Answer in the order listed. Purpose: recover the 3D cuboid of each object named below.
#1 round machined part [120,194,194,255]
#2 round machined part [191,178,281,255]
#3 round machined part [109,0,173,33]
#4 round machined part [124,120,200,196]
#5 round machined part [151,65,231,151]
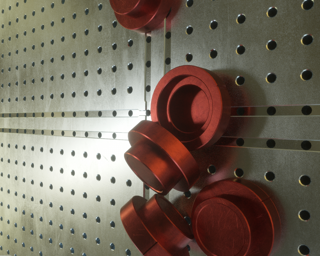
[{"bbox_3d":[0.002,0.116,0.364,0.042,0.098,0.098,-43,62,4],"label":"round machined part"},{"bbox_3d":[0.074,0.106,0.336,0.098,0.042,0.097,0,90,39],"label":"round machined part"},{"bbox_3d":[-0.032,-0.184,0.422,0.098,0.042,0.097,0,90,39],"label":"round machined part"},{"bbox_3d":[-0.004,0.041,0.364,0.098,0.042,0.098,38,157,20],"label":"round machined part"},{"bbox_3d":[0.039,-0.022,0.364,0.098,0.042,0.097,0,90,39],"label":"round machined part"}]
